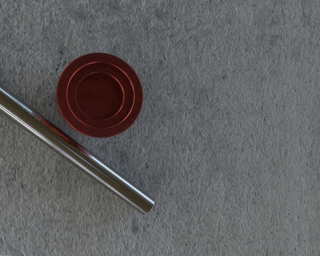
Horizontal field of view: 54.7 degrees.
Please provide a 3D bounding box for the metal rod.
[{"bbox_3d":[-0.126,0.009,0.362,0.300,0.025,0.025,40,77,-16],"label":"metal rod"}]

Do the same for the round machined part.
[{"bbox_3d":[-0.074,-0.038,0.373,0.099,0.042,0.097,0,90,-20],"label":"round machined part"}]
